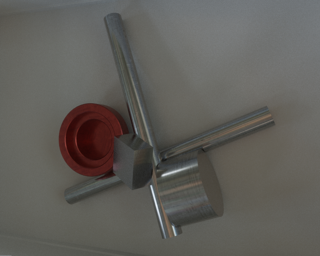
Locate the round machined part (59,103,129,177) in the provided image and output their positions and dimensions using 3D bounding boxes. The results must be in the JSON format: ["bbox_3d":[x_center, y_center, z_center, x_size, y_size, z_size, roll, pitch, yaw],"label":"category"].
[{"bbox_3d":[-0.086,0.016,0.430,0.098,0.042,0.097,0,90,19],"label":"round machined part"}]

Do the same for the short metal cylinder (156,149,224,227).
[{"bbox_3d":[0.037,0.071,0.366,0.050,0.080,0.080,-21,83,18],"label":"short metal cylinder"}]

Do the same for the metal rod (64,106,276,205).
[{"bbox_3d":[-0.001,0.043,0.408,0.300,0.025,0.025,-24,82,18],"label":"metal rod"}]

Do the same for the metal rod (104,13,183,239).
[{"bbox_3d":[-0.026,-0.013,0.398,0.025,0.025,0.299,-20,76,18],"label":"metal rod"}]

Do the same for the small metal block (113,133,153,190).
[{"bbox_3d":[-0.034,0.039,0.376,0.050,0.025,0.050,29,120,50],"label":"small metal block"}]
